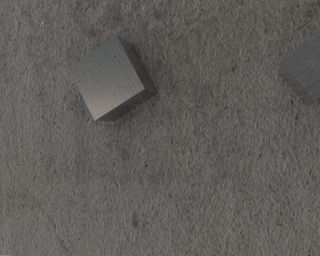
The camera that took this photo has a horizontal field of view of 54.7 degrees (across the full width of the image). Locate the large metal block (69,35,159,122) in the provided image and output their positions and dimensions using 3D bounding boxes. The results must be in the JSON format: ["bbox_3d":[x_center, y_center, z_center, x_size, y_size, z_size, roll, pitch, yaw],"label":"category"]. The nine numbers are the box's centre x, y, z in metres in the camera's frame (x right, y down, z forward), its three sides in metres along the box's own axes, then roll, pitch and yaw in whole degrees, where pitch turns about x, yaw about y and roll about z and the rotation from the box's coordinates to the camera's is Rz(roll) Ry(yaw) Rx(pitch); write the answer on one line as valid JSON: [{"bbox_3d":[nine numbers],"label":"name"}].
[{"bbox_3d":[-0.061,-0.063,0.417,0.080,0.050,0.080,-31,80,17],"label":"large metal block"}]

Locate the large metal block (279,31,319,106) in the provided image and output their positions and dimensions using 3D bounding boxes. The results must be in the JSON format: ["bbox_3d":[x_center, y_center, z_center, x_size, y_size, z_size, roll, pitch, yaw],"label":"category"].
[{"bbox_3d":[0.173,-0.069,0.318,0.080,0.080,0.050,-39,78,16],"label":"large metal block"}]
